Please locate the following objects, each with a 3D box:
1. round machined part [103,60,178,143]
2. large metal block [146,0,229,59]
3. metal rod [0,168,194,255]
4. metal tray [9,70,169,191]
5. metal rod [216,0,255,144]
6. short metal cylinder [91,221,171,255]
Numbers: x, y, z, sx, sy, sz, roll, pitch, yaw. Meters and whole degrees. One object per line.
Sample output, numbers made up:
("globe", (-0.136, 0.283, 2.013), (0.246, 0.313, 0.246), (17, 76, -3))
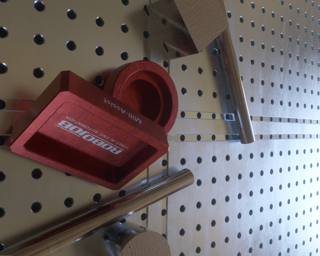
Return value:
("round machined part", (-0.027, -0.030, 0.377), (0.099, 0.042, 0.097), (-1, 91, -40))
("large metal block", (0.040, -0.154, 0.429), (0.080, 0.050, 0.080), (-45, 118, -31))
("metal rod", (-0.072, 0.104, 0.350), (0.302, 0.025, 0.025), (-17, 101, -39))
("metal tray", (-0.066, 0.011, 0.314), (0.130, 0.090, 0.030), (31, 29, -36))
("metal rod", (0.111, -0.115, 0.504), (0.025, 0.025, 0.298), (-28, 108, -37))
("short metal cylinder", (-0.034, 0.156, 0.367), (0.081, 0.050, 0.079), (0, 90, -40))
